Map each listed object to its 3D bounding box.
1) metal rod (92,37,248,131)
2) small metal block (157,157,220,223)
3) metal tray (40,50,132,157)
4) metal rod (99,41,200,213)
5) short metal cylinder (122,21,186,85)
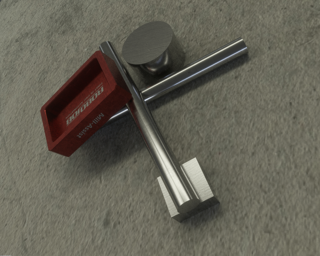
[{"bbox_3d":[-0.020,-0.045,0.442,0.301,0.025,0.025,-26,53,11],"label":"metal rod"},{"bbox_3d":[0.031,0.069,0.345,0.050,0.025,0.050,-29,52,9],"label":"small metal block"},{"bbox_3d":[-0.106,-0.034,0.427,0.130,0.030,0.090,-41,50,15],"label":"metal tray"},{"bbox_3d":[-0.028,-0.025,0.402,0.025,0.025,0.300,-34,52,6],"label":"metal rod"},{"bbox_3d":[-0.009,-0.111,0.459,0.080,0.050,0.080,-13,56,20],"label":"short metal cylinder"}]
